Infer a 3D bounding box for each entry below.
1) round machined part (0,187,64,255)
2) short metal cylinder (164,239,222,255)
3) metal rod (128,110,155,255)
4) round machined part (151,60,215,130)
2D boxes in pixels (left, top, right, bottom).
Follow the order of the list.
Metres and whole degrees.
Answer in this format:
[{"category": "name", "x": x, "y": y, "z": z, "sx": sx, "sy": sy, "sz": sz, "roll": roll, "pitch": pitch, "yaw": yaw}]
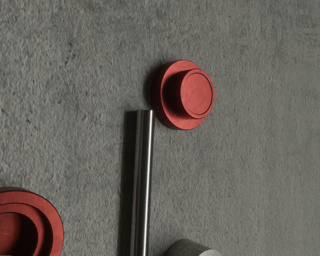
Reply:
[{"category": "round machined part", "x": -0.142, "y": 0.101, "z": 0.276, "sx": 0.099, "sy": 0.042, "sz": 0.097, "roll": 0, "pitch": 90, "yaw": -40}, {"category": "short metal cylinder", "x": 0.046, "y": 0.202, "z": 0.430, "sx": 0.081, "sy": 0.050, "sz": 0.079, "roll": 0, "pitch": 90, "yaw": -40}, {"category": "metal rod", "x": -0.025, "y": 0.127, "z": 0.385, "sx": 0.025, "sy": 0.025, "sz": 0.298, "roll": 5, "pitch": 87, "yaw": -40}, {"category": "round machined part", "x": 0.038, "y": -0.045, "z": 0.428, "sx": 0.099, "sy": 0.042, "sz": 0.097, "roll": 0, "pitch": 90, "yaw": -40}]
